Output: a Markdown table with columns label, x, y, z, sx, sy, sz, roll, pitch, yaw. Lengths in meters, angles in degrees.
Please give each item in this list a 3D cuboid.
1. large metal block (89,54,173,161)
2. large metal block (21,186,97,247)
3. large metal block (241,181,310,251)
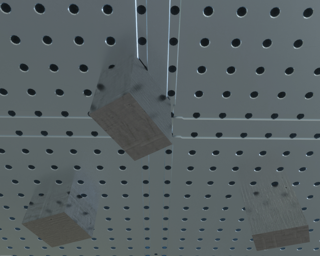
| label | x | y | z | sx | sy | sz | roll | pitch | yaw |
| --- | --- | --- | --- | --- | --- | --- | --- | --- | --- |
| large metal block | -0.029 | -0.024 | 0.355 | 0.050 | 0.080 | 0.080 | -26 | 126 | 20 |
| large metal block | -0.166 | 0.151 | 0.522 | 0.080 | 0.050 | 0.080 | -18 | 128 | 15 |
| large metal block | 0.182 | 0.141 | 0.496 | 0.080 | 0.080 | 0.050 | -15 | 129 | 12 |
